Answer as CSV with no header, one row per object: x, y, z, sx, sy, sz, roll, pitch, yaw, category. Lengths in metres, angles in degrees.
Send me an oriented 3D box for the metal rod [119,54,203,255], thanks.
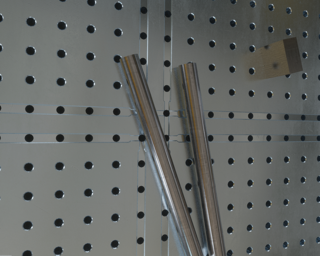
0.006,0.049,0.415,0.025,0.025,0.298,-20,97,-19,metal rod

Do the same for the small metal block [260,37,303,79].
0.183,-0.105,0.469,0.025,0.050,0.050,-16,96,-20,small metal block

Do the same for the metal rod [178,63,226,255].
0.062,0.059,0.436,0.025,0.025,0.298,-11,94,-20,metal rod
